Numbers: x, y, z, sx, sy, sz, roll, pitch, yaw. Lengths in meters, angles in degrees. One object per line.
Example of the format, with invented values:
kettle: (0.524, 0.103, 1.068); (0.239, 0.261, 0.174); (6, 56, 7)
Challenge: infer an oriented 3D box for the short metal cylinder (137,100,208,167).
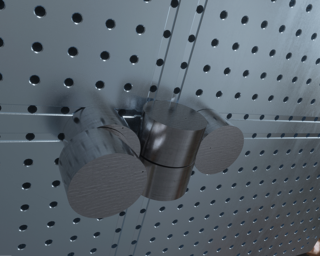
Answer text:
short metal cylinder: (0.013, 0.005, 0.386); (0.081, 0.080, 0.050); (1, 119, -29)

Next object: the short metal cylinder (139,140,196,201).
short metal cylinder: (0.002, 0.050, 0.407); (0.081, 0.080, 0.050); (-1, 119, -28)

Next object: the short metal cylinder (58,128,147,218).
short metal cylinder: (-0.060, 0.047, 0.324); (0.081, 0.050, 0.079); (-14, 124, -21)

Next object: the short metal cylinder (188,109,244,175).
short metal cylinder: (0.072, 0.020, 0.445); (0.081, 0.050, 0.079); (-14, 124, -21)

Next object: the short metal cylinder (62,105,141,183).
short metal cylinder: (-0.070, 0.019, 0.368); (0.081, 0.050, 0.079); (-14, 124, -21)
